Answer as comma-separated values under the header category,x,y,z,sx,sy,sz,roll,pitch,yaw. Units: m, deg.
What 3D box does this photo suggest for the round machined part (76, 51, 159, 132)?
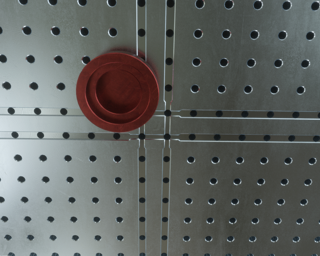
category,x,y,z,sx,sy,sz,roll,pitch,yaw
round machined part,-0.050,-0.047,0.386,0.099,0.042,0.097,0,110,-1
